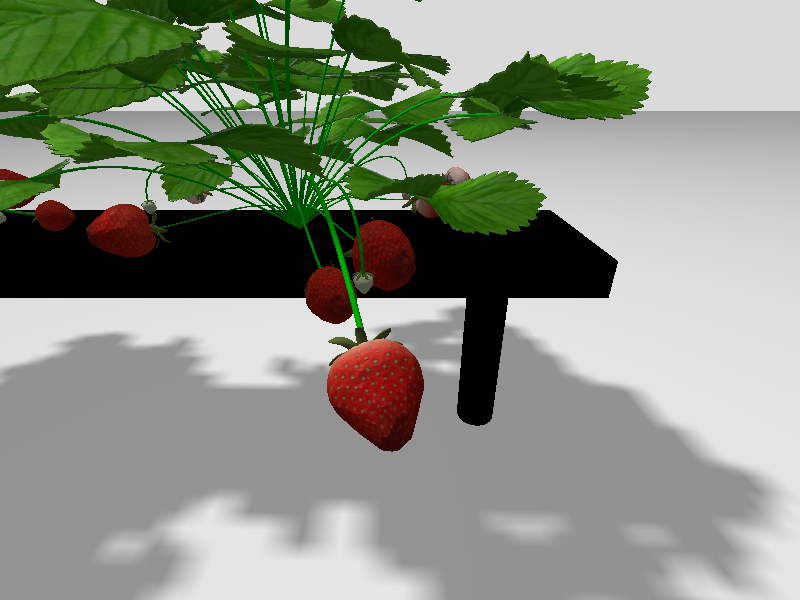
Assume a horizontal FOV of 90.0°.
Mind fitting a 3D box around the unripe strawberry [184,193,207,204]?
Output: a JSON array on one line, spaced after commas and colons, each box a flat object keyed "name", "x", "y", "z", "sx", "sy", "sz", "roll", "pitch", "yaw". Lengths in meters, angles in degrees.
[{"name": "unripe strawberry", "x": -0.227, "y": -0.123, "z": 0.438, "sx": 0.032, "sy": 0.033, "sz": 0.029, "roll": 17, "pitch": 31, "yaw": 31}]

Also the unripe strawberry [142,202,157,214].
[{"name": "unripe strawberry", "x": -0.233, "y": -0.086, "z": 0.372, "sx": 0.011, "sy": 0.011, "sz": 0.011, "roll": 4, "pitch": 27, "yaw": 7}]

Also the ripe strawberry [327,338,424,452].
[{"name": "ripe strawberry", "x": -0.007, "y": 0.033, "z": 0.135, "sx": 0.033, "sy": 0.035, "sz": 0.036, "roll": -9, "pitch": 47, "yaw": -17}]

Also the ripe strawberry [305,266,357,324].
[{"name": "ripe strawberry", "x": -0.034, "y": -0.001, "z": 0.202, "sx": 0.026, "sy": 0.030, "sz": 0.028, "roll": -8, "pitch": 29, "yaw": -16}]

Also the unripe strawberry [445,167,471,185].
[{"name": "unripe strawberry", "x": 0.069, "y": -0.138, "z": 0.470, "sx": 0.036, "sy": 0.035, "sz": 0.033, "roll": -20, "pitch": 33, "yaw": -35}]

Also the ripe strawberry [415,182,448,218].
[{"name": "ripe strawberry", "x": 0.035, "y": -0.101, "z": 0.390, "sx": 0.041, "sy": 0.040, "sz": 0.038, "roll": -9, "pitch": 28, "yaw": -17}]

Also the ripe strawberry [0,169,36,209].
[{"name": "ripe strawberry", "x": -0.413, "y": -0.119, "z": 0.427, "sx": 0.042, "sy": 0.041, "sz": 0.039, "roll": -16, "pitch": 31, "yaw": -30}]

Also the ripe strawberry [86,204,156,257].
[{"name": "ripe strawberry", "x": -0.202, "y": -0.049, "z": 0.290, "sx": 0.040, "sy": 0.040, "sz": 0.037, "roll": -16, "pitch": 31, "yaw": -27}]

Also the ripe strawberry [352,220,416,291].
[{"name": "ripe strawberry", "x": -0.008, "y": -0.024, "z": 0.234, "sx": 0.037, "sy": 0.042, "sz": 0.040, "roll": -16, "pitch": 32, "yaw": -28}]

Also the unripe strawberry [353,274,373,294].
[{"name": "unripe strawberry", "x": -0.020, "y": -0.009, "z": 0.219, "sx": 0.011, "sy": 0.011, "sz": 0.011, "roll": -12, "pitch": 29, "yaw": -22}]

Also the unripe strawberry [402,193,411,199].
[{"name": "unripe strawberry", "x": 0.007, "y": -0.118, "z": 0.450, "sx": 0.013, "sy": 0.011, "sz": 0.011, "roll": 23, "pitch": 35, "yaw": 37}]

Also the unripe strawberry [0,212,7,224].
[{"name": "unripe strawberry", "x": -0.370, "y": -0.076, "z": 0.366, "sx": 0.014, "sy": 0.015, "sz": 0.013, "roll": 10, "pitch": 26, "yaw": -9}]

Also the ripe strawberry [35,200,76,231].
[{"name": "ripe strawberry", "x": -0.301, "y": -0.074, "z": 0.351, "sx": 0.027, "sy": 0.026, "sz": 0.025, "roll": 1, "pitch": 27, "yaw": 1}]
